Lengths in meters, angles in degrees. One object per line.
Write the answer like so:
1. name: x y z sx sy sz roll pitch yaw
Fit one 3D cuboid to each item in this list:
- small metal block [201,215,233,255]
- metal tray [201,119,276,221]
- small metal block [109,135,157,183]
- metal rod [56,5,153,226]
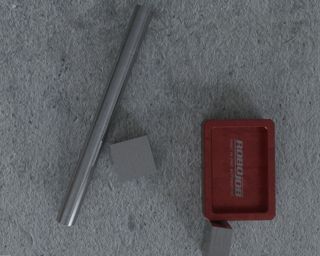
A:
1. small metal block: 0.072 0.145 0.399 0.025 0.050 0.050 9 90 0
2. metal tray: 0.102 0.053 0.408 0.091 0.030 0.129 -1 90 -1
3. small metal block: -0.034 0.039 0.410 0.050 0.025 0.050 -15 90 -1
4. metal rod: -0.073 -0.017 0.409 0.025 0.025 0.299 20 90 -1
